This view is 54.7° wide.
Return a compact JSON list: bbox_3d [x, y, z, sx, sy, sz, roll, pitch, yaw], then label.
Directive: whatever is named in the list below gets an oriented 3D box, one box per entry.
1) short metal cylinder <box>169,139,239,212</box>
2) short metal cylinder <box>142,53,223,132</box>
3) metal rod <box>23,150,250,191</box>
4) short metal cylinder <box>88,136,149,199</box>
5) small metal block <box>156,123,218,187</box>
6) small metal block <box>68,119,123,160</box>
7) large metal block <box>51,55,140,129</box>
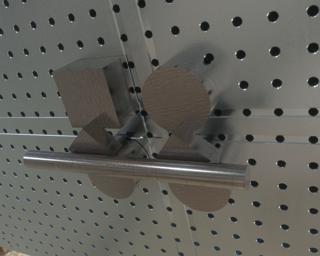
[{"bbox_3d":[0.057,0.061,0.403,0.080,0.050,0.079,13,124,21],"label":"short metal cylinder"},{"bbox_3d":[0.027,-0.040,0.356,0.080,0.050,0.079,13,124,21],"label":"short metal cylinder"},{"bbox_3d":[-0.049,0.046,0.368,0.300,0.025,0.025,1,119,27],"label":"metal rod"},{"bbox_3d":[-0.062,0.058,0.463,0.080,0.050,0.079,13,124,21],"label":"short metal cylinder"},{"bbox_3d":[0.028,0.031,0.351,0.050,0.025,0.050,35,129,5],"label":"small metal block"},{"bbox_3d":[-0.086,0.025,0.408,0.050,0.025,0.050,42,129,-1],"label":"small metal block"},{"bbox_3d":[-0.083,-0.047,0.409,0.080,0.050,0.080,1,119,27],"label":"large metal block"}]
